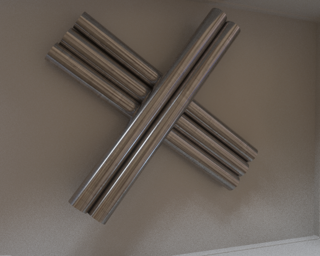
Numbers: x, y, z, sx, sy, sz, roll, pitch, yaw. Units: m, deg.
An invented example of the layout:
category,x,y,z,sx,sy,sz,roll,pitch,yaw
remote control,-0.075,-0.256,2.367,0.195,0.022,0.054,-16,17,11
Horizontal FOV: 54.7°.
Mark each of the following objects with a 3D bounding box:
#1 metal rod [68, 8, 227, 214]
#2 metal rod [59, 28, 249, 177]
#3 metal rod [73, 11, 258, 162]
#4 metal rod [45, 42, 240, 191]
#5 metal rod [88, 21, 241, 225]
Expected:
category,x,y,z,sx,sy,sz,roll,pitch,yaw
metal rod,-0.007,-0.030,0.379,0.025,0.025,0.300,39,78,-16
metal rod,0.004,-0.024,0.410,0.301,0.025,0.025,36,79,-17
metal rod,0.019,-0.045,0.416,0.301,0.025,0.025,36,78,-17
metal rod,-0.011,-0.005,0.405,0.301,0.025,0.025,36,79,-17
metal rod,0.012,-0.016,0.387,0.025,0.025,0.300,39,78,-16
